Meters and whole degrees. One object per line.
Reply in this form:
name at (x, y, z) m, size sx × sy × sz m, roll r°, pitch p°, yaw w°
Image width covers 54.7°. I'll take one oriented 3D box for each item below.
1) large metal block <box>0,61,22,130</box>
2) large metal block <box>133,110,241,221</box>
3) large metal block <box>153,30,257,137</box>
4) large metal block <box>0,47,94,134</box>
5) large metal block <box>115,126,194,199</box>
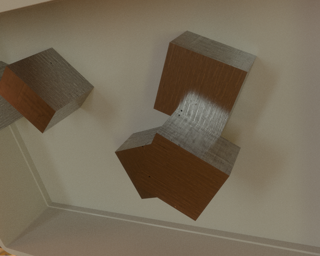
large metal block at (-0.254, -0.046, 0.475) m, size 0.050 × 0.080 × 0.079 m, roll 25°, pitch 127°, yaw 12°
large metal block at (0.028, 0.041, 0.338) m, size 0.080 × 0.050 × 0.079 m, roll 31°, pitch 128°, yaw 8°
large metal block at (0.047, -0.049, 0.337) m, size 0.080 × 0.050 × 0.079 m, roll 24°, pitch 127°, yaw 12°
large metal block at (-0.152, -0.053, 0.418) m, size 0.080 × 0.080 × 0.050 m, roll 44°, pitch 129°, yaw -2°
large metal block at (0.000, 0.046, 0.419) m, size 0.080 × 0.050 × 0.080 m, roll -15°, pitch 111°, yaw 33°
